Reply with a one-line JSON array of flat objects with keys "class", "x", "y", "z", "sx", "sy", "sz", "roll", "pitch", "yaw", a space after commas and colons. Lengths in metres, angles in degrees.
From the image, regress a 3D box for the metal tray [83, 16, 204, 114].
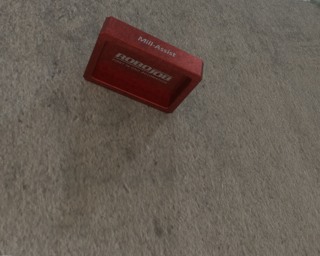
[{"class": "metal tray", "x": -0.022, "y": -0.074, "z": 0.396, "sx": 0.131, "sy": 0.090, "sz": 0.030, "roll": 22, "pitch": 54, "yaw": -16}]
